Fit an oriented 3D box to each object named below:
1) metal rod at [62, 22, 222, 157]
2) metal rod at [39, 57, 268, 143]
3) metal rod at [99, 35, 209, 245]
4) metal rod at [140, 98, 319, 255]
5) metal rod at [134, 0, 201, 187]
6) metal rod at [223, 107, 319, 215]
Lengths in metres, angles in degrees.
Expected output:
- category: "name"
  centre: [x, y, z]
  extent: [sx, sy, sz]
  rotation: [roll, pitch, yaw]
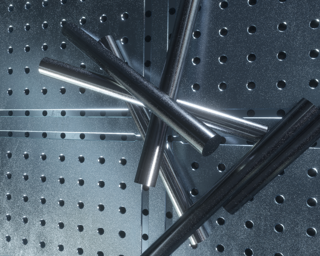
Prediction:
- category: "metal rod"
  centre: [-0.043, -0.064, 0.376]
  extent: [0.300, 0.025, 0.025]
  rotation: [42, 104, 35]
- category: "metal rod"
  centre: [-0.017, -0.038, 0.396]
  extent: [0.301, 0.025, 0.025]
  rotation: [18, 96, 10]
- category: "metal rod"
  centre: [-0.013, 0.009, 0.417]
  extent: [0.025, 0.025, 0.299]
  rotation: [-29, 81, 18]
- category: "metal rod"
  centre: [0.064, 0.083, 0.364]
  extent: [0.025, 0.025, 0.299]
  rotation: [46, 101, 14]
- category: "metal rod"
  centre: [0.018, -0.079, 0.372]
  extent: [0.025, 0.025, 0.299]
  rotation: [11, 81, 20]
- category: "metal rod"
  centre: [0.182, -0.008, 0.348]
  extent: [0.299, 0.025, 0.025]
  rotation: [-47, 76, 14]
